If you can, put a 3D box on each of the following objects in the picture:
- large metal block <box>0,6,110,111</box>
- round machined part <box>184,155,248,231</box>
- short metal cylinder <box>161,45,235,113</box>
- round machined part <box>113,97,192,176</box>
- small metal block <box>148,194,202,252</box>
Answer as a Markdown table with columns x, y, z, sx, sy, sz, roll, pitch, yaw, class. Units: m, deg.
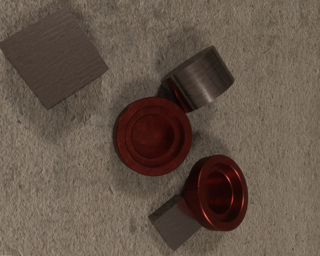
| x | y | z | sx | sy | sz | roll | pitch | yaw | class |
| --- | --- | --- | --- | --- | --- | --- | --- | --- | --- |
| -0.118 | -0.076 | 0.352 | 0.080 | 0.050 | 0.080 | -38 | 103 | -16 | large metal block |
| 0.071 | 0.087 | 0.416 | 0.099 | 0.042 | 0.098 | 13 | 69 | -37 | round machined part |
| 0.048 | -0.062 | 0.399 | 0.080 | 0.080 | 0.050 | -38 | 103 | -16 | short metal cylinder |
| -0.012 | 0.010 | 0.396 | 0.099 | 0.042 | 0.097 | 0 | 91 | -20 | round machined part |
| 0.020 | 0.127 | 0.418 | 0.050 | 0.025 | 0.050 | -36 | 102 | -17 | small metal block |
